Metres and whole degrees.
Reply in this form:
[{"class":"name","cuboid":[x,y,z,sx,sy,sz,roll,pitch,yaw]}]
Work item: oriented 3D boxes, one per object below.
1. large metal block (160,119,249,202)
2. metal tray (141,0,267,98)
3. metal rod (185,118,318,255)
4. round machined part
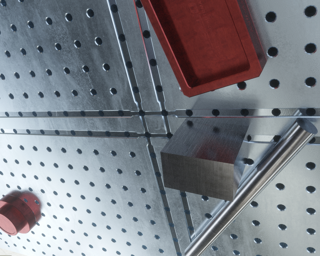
[{"class":"large metal block","cuboid":[0.056,0.034,0.366,0.080,0.080,0.050,8,122,24]},{"class":"metal tray","cuboid":[0.044,-0.104,0.319,0.090,0.030,0.129,-15,111,33]},{"class":"metal rod","cuboid":[0.104,0.103,0.419,0.025,0.025,0.298,32,128,7]},{"class":"round machined part","cuboid":[-0.333,0.203,0.697,0.098,0.042,0.097,13,124,20]}]
